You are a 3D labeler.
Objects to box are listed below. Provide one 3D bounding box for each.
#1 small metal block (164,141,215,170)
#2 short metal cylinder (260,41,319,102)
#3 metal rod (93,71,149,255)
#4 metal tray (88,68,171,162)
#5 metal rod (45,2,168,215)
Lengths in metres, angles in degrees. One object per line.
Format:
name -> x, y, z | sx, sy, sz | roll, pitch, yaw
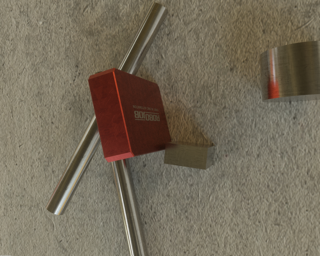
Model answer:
small metal block -> 0.038, 0.032, 0.382 | 0.050, 0.050, 0.025 | 6, 92, 19
short metal cylinder -> 0.149, -0.056, 0.327 | 0.080, 0.080, 0.050 | -3, 89, 19
metal rod -> -0.051, 0.069, 0.425 | 0.025, 0.025, 0.298 | -14, 86, 19
metal tray -> -0.028, -0.013, 0.362 | 0.030, 0.130, 0.090 | -14, 85, 19
metal rod -> -0.069, -0.026, 0.406 | 0.025, 0.025, 0.299 | 27, 89, 17
